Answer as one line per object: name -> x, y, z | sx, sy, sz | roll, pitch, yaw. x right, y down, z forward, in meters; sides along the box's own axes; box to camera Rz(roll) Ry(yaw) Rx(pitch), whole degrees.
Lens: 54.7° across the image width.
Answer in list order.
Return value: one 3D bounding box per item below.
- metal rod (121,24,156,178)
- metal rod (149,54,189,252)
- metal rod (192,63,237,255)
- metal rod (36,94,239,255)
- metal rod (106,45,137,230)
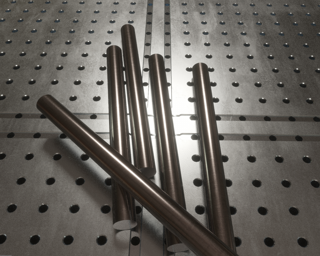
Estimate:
metal rod -> -0.037, -0.061, 0.458 | 0.025, 0.025, 0.300 | -6, 50, -5
metal rod -> 0.007, 0.005, 0.403 | 0.025, 0.025, 0.300 | -4, 50, -3
metal rod -> 0.063, 0.022, 0.389 | 0.025, 0.025, 0.300 | 0, 50, 0
metal rod -> -0.039, 0.048, 0.333 | 0.300, 0.025, 0.025 | 36, 59, 26
metal rod -> -0.056, -0.013, 0.417 | 0.025, 0.025, 0.300 | -6, 50, -5
